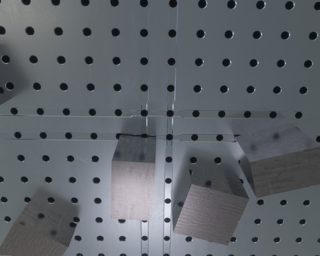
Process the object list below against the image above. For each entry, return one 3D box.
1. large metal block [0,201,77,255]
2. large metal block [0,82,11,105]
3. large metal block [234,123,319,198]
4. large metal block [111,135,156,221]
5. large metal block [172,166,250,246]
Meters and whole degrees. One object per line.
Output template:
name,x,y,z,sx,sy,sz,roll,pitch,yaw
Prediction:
large metal block,-0.184,0.169,0.461,0.080,0.050,0.080,31,107,-11
large metal block,-0.237,-0.050,0.364,0.050,0.080,0.080,-22,109,8
large metal block,0.149,0.039,0.399,0.080,0.080,0.050,-14,110,5
large metal block,-0.033,0.062,0.407,0.050,0.080,0.079,4,110,-1
large metal block,0.068,0.110,0.441,0.080,0.050,0.080,16,109,-6
